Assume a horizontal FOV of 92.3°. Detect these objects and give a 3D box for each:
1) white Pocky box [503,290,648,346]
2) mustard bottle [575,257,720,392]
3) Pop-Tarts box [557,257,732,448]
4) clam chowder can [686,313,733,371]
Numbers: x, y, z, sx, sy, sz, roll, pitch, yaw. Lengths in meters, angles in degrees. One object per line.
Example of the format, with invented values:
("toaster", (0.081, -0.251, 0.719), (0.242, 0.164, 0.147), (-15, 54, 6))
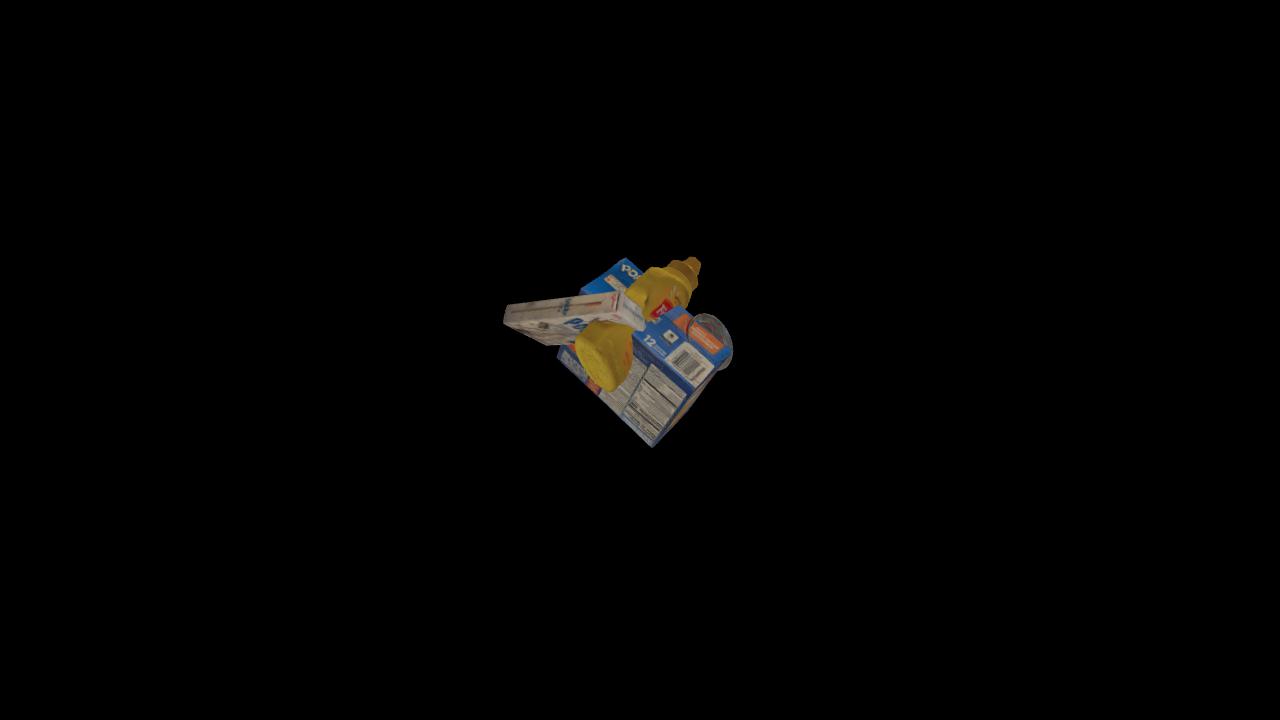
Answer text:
("white Pocky box", (-0.067, -0.043, 0.682), (0.154, 0.028, 0.084), (-3, -20, 31))
("mustard bottle", (0.008, -0.054, 0.691), (0.054, 0.184, 0.092), (28, -26, 34))
("Pop-Tarts box", (-0.001, -0.007, 0.721), (0.083, 0.167, 0.141), (-39, -14, -37))
("clam chowder can", (0.049, -0.006, 0.719), (0.068, 0.068, 0.102), (0, -17, -39))
